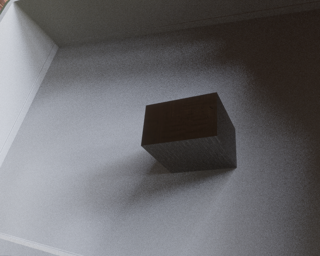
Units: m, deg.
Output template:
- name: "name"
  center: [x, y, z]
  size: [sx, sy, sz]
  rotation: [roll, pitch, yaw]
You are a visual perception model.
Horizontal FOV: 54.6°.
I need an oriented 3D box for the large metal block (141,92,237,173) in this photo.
- name: "large metal block"
  center: [0.036, 0.010, 0.346]
  size: [0.080, 0.080, 0.050]
  rotation: [-9, 58, 24]
